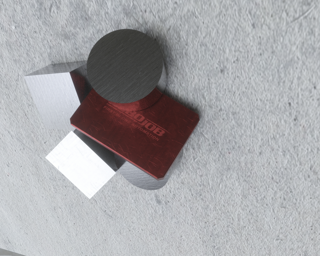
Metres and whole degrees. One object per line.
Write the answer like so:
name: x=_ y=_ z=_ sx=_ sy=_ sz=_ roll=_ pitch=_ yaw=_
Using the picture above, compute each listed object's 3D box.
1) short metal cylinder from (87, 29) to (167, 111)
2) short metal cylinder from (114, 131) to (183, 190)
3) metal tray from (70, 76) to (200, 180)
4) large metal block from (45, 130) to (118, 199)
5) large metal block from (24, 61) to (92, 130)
short metal cylinder: x=-0.034 y=-0.062 z=0.346 sx=0.080 sy=0.050 sz=0.080 roll=-1 pitch=84 yaw=5
short metal cylinder: x=-0.015 y=0.038 z=0.424 sx=0.080 sy=0.050 sz=0.079 roll=13 pitch=124 yaw=21
metal tray: x=-0.030 y=-0.007 z=0.379 sx=0.130 sy=0.090 sz=0.030 roll=31 pitch=168 yaw=8
large metal block: x=-0.104 y=0.046 z=0.447 sx=0.080 sy=0.080 sz=0.050 roll=44 pitch=93 yaw=-3
large metal block: x=-0.126 y=-0.045 z=0.428 sx=0.080 sy=0.050 sz=0.080 roll=1 pitch=119 yaw=27
